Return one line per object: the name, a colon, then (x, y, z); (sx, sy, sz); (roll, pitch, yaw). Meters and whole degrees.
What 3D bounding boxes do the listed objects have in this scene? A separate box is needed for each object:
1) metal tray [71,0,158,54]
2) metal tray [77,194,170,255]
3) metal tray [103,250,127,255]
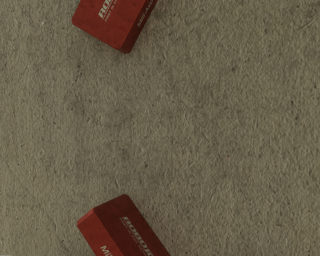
metal tray: (-0.054, -0.180, 0.425); (0.090, 0.030, 0.129); (33, 100, 17)
metal tray: (-0.035, 0.151, 0.386); (0.030, 0.090, 0.130); (-41, 77, 15)
metal tray: (-0.095, 0.238, 0.439); (0.130, 0.030, 0.090); (-25, 82, 18)
